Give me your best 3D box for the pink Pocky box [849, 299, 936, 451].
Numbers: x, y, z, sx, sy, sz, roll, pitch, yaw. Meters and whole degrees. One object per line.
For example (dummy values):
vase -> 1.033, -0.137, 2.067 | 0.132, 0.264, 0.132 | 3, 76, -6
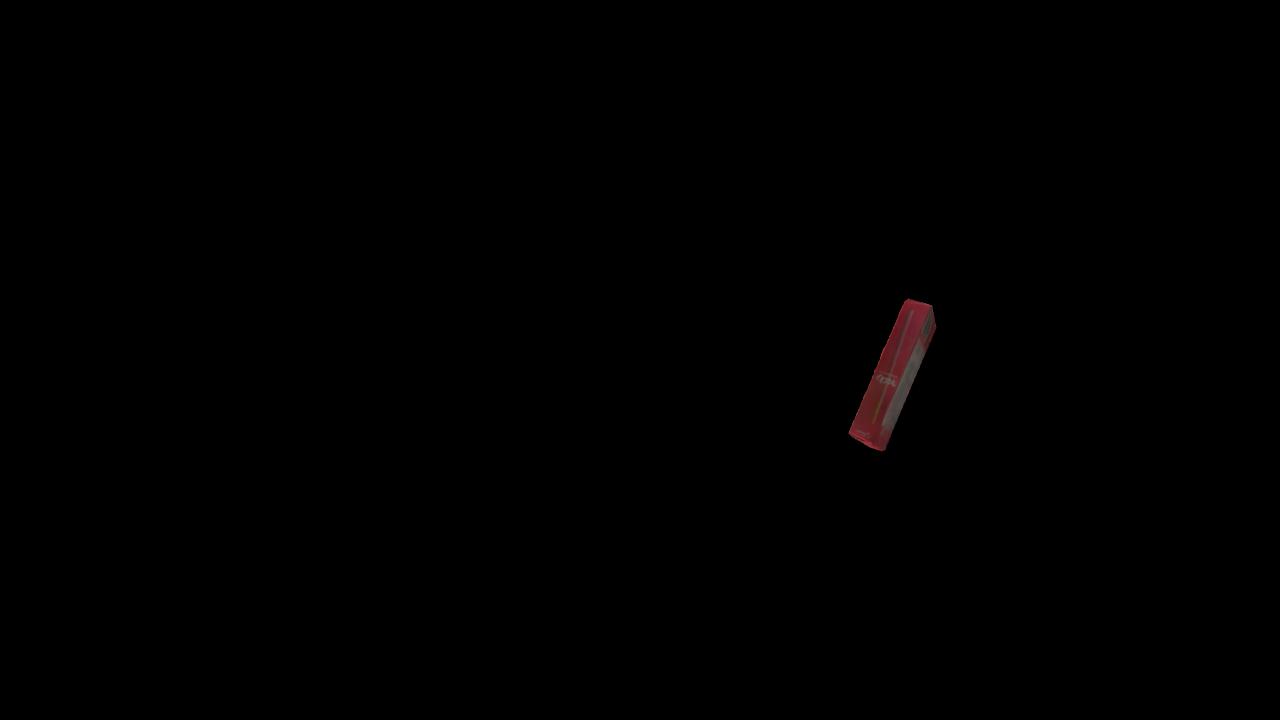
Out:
pink Pocky box -> 0.271, 0.019, 0.656 | 0.029, 0.155, 0.084 | 23, -1, 32
